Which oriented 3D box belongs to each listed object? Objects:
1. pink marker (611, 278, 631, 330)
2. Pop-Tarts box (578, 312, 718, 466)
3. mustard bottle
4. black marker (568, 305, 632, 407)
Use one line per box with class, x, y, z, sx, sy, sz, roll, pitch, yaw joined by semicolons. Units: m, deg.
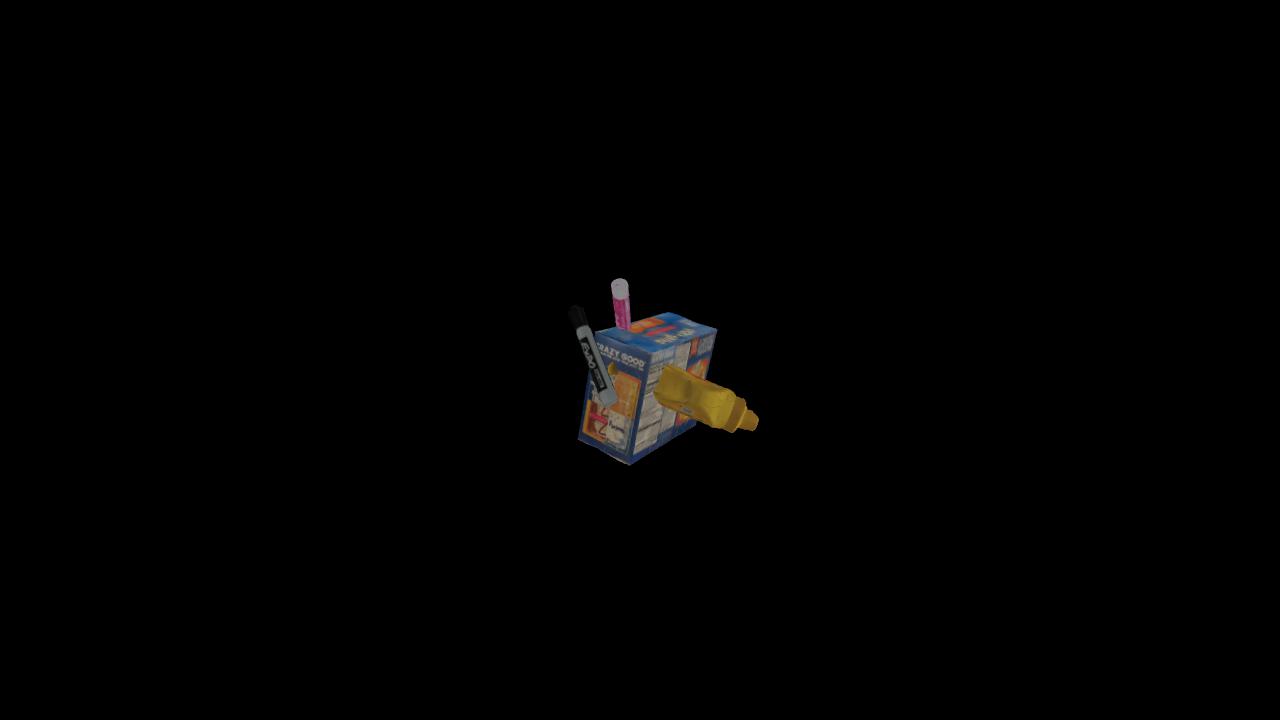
pink marker;-0.020;-0.047;0.710;0.020;0.020;0.121;0;-35;3
Pop-Tarts box;0.012;0.028;0.760;0.083;0.141;0.167;21;23;27
mustard bottle;0.053;0.039;0.719;0.184;0.054;0.092;24;-10;3
black marker;-0.053;-0.007;0.683;0.020;0.121;0.020;-20;-15;-6
